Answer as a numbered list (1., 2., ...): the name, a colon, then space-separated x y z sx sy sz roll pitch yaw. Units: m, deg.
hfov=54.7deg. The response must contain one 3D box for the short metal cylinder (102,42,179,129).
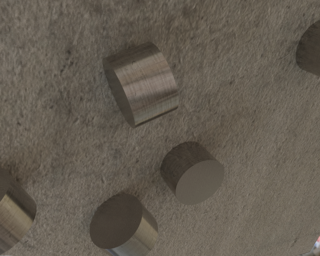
1. short metal cylinder: -0.022 -0.046 0.332 0.050 0.080 0.080 -25 128 -13

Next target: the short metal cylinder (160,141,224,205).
1. short metal cylinder: 0.047 0.067 0.460 0.081 0.050 0.079 -14 125 -21

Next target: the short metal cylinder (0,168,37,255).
1. short metal cylinder: -0.182 0.089 0.327 0.080 0.080 0.050 -29 129 -10

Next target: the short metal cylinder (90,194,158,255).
1. short metal cylinder: -0.050 0.140 0.432 0.080 0.080 0.050 -35 129 -5

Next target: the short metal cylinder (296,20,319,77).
1. short metal cylinder: 0.252 -0.115 0.460 0.081 0.050 0.079 -14 125 -21
